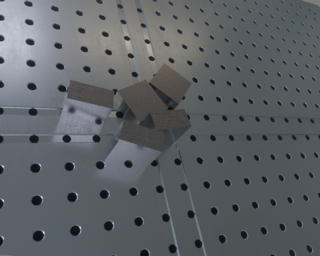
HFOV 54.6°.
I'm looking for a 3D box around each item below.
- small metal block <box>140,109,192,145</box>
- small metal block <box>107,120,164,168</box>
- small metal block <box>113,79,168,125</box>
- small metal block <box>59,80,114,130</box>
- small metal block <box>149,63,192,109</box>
[{"bbox_3d":[0.003,0.001,0.393,0.050,0.050,0.025,-7,65,-31],"label":"small metal block"},{"bbox_3d":[-0.029,0.021,0.363,0.050,0.050,0.025,18,55,-18],"label":"small metal block"},{"bbox_3d":[-0.027,-0.031,0.412,0.050,0.025,0.050,-29,78,-37],"label":"small metal block"},{"bbox_3d":[-0.086,-0.025,0.361,0.050,0.050,0.025,13,57,-21],"label":"small metal block"},{"bbox_3d":[0.011,-0.058,0.449,0.050,0.025,0.050,36,51,-4],"label":"small metal block"}]
